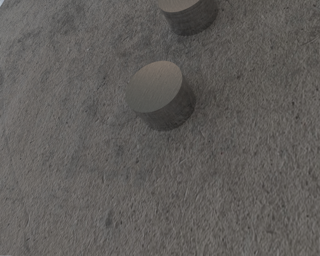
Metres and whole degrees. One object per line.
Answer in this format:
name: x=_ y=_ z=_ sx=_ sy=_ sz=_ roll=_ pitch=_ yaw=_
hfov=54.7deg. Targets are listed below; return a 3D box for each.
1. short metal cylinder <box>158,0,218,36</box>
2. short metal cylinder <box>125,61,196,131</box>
short metal cylinder: x=0.044 y=-0.191 z=0.482 sx=0.080 sy=0.050 sz=0.080 roll=-13 pitch=56 yaw=21
short metal cylinder: x=0.001 y=-0.042 z=0.413 sx=0.080 sy=0.050 sz=0.080 roll=-13 pitch=56 yaw=21
